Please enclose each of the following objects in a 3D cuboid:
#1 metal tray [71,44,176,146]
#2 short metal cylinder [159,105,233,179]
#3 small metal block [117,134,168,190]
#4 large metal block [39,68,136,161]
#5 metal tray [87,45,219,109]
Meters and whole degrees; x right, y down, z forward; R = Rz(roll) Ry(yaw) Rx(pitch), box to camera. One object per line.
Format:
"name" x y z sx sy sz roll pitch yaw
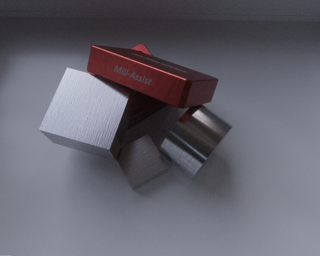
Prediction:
"metal tray" -0.054 -0.047 0.421 0.131 0.030 0.090 -32 74 -12
"short metal cylinder" 0.044 0.015 0.375 0.050 0.080 0.080 38 74 12
"small metal block" -0.024 0.043 0.392 0.050 0.025 0.050 -27 73 -10
"large metal block" -0.080 -0.015 0.365 0.080 0.050 0.080 16 71 5
"metal tray" -0.008 -0.063 0.365 0.130 0.091 0.030 24 110 23
